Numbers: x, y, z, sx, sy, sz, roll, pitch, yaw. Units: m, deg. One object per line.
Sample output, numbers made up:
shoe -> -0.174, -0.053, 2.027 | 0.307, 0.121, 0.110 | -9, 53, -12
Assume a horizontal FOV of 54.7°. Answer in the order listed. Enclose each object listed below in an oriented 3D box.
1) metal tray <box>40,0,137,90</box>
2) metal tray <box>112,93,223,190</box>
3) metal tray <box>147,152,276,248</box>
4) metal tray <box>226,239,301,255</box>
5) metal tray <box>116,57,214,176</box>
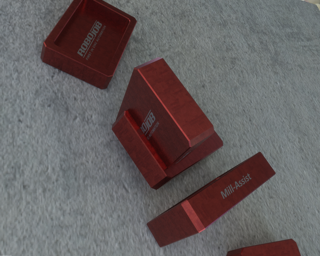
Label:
metal tray -> -0.093, -0.124, 0.427 | 0.090, 0.030, 0.130 | 25, 53, -13
metal tray -> 0.015, 0.010, 0.386 | 0.131, 0.030, 0.090 | -22, 73, -50
metal tray -> 0.058, 0.079, 0.346 | 0.131, 0.090, 0.030 | -23, 75, -37
metal tray -> 0.136, 0.201, 0.353 | 0.091, 0.030, 0.130 | 3, 61, -27
metal tray -> -0.003, -0.003, 0.335 | 0.030, 0.129, 0.090 | -30, 79, -26
